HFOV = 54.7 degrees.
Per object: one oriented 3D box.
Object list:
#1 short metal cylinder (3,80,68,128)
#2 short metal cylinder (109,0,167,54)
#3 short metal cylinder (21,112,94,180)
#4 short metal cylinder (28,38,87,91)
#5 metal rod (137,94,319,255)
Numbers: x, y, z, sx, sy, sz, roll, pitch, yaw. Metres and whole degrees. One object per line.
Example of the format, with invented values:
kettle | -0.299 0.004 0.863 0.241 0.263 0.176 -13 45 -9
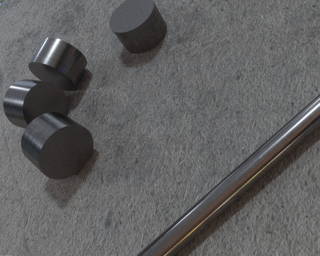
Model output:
short metal cylinder | -0.197 -0.036 0.494 0.050 0.080 0.080 11 67 33
short metal cylinder | -0.035 -0.170 0.511 0.080 0.050 0.080 -13 56 21
short metal cylinder | -0.140 0.024 0.428 0.050 0.080 0.080 28 77 37
short metal cylinder | -0.171 -0.106 0.523 0.080 0.080 0.050 7 65 31
metal rod | 0.082 0.057 0.325 0.300 0.025 0.025 -41 51 -1
